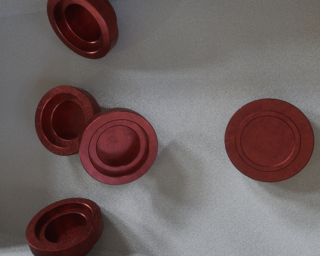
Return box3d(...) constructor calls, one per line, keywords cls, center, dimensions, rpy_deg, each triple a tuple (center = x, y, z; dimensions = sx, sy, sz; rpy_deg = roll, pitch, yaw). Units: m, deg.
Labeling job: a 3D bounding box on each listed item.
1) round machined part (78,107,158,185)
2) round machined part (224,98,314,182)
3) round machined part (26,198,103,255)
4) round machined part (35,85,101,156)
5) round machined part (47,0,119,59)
box3d(cls="round machined part", center=(-0.056, 0.021, 0.404), dimensions=(0.099, 0.042, 0.097), rpy_deg=(-5, 106, -17))
box3d(cls="round machined part", center=(0.124, 0.014, 0.358), dimensions=(0.098, 0.042, 0.097), rpy_deg=(0, 90, 20))
box3d(cls="round machined part", center=(-0.126, 0.143, 0.422), dimensions=(0.098, 0.098, 0.042), rpy_deg=(4, 118, 20))
box3d(cls="round machined part", center=(-0.126, -0.010, 0.446), dimensions=(0.098, 0.042, 0.097), rpy_deg=(0, 90, 20))
box3d(cls="round machined part", center=(-0.098, -0.145, 0.417), dimensions=(0.098, 0.097, 0.042), rpy_deg=(19, 53, 19))
